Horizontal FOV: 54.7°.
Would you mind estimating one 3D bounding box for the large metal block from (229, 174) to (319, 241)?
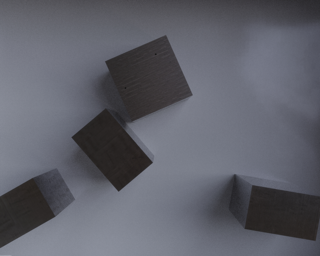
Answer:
[{"bbox_3d":[0.138,0.094,0.385,0.080,0.080,0.050,10,90,0],"label":"large metal block"}]

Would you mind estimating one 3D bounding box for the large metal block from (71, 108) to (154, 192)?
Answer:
[{"bbox_3d":[-0.053,0.024,0.383,0.050,0.080,0.080,-41,90,0],"label":"large metal block"}]

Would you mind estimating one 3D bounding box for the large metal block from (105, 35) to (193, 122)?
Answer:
[{"bbox_3d":[-0.013,-0.060,0.399,0.080,0.050,0.080,-24,90,0],"label":"large metal block"}]

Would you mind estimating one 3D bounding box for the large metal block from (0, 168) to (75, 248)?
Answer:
[{"bbox_3d":[-0.163,0.096,0.383,0.080,0.080,0.050,-30,90,0],"label":"large metal block"}]
